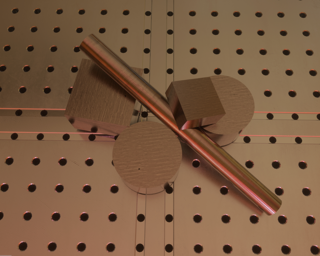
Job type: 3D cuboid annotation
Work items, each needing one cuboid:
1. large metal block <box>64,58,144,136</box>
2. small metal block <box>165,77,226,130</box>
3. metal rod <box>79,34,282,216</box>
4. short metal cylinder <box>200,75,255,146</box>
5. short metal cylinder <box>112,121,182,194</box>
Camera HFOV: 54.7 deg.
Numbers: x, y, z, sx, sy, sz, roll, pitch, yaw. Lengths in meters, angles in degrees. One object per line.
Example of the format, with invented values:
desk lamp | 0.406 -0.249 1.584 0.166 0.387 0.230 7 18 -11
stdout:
large metal block | -0.068 -0.037 0.406 0.080 0.050 0.080 10 70 3
small metal block | 0.040 -0.029 0.358 0.050 0.025 0.050 -11 69 -23
metal rod | 0.025 -0.003 0.372 0.300 0.025 0.025 41 75 -1
short metal cylinder | 0.076 -0.021 0.403 0.081 0.050 0.080 0 70 0
short metal cylinder | -0.015 0.038 0.381 0.081 0.050 0.080 0 70 0
